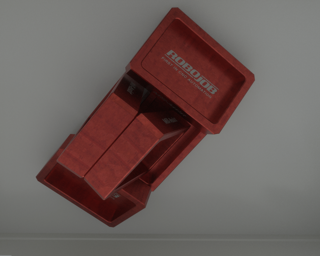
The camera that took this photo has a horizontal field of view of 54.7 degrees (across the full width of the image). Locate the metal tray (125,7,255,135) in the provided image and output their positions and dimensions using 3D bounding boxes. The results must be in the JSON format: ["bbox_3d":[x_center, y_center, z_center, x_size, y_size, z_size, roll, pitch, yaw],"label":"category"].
[{"bbox_3d":[0.037,-0.064,0.365,0.130,0.030,0.090,37,80,-13],"label":"metal tray"}]

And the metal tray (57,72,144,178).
[{"bbox_3d":[-0.060,-0.012,0.347,0.030,0.130,0.090,39,106,-13],"label":"metal tray"}]

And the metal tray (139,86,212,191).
[{"bbox_3d":[-0.006,0.012,0.411,0.090,0.030,0.130,37,105,-13],"label":"metal tray"}]

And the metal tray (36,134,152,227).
[{"bbox_3d":[-0.089,0.075,0.415,0.130,0.030,0.090,38,130,-14],"label":"metal tray"}]

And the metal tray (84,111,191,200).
[{"bbox_3d":[-0.018,0.024,0.349,0.030,0.130,0.090,45,105,9],"label":"metal tray"}]
